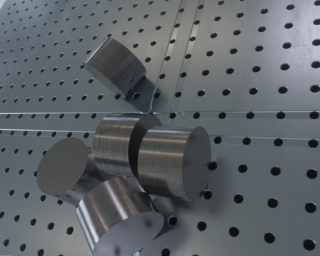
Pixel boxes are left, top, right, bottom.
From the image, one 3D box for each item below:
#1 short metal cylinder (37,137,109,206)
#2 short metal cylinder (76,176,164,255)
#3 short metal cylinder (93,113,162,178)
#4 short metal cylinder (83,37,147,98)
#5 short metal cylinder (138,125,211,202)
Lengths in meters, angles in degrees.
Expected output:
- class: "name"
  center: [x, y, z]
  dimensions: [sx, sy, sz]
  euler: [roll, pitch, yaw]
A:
- class: "short metal cylinder"
  center: [-0.116, 0.059, 0.417]
  dimensions: [0.080, 0.050, 0.080]
  euler: [-13, 56, 21]
- class: "short metal cylinder"
  center: [-0.043, 0.098, 0.335]
  dimensions: [0.080, 0.080, 0.050]
  euler: [-40, 51, 1]
- class: "short metal cylinder"
  center: [-0.035, 0.022, 0.378]
  dimensions: [0.050, 0.080, 0.080]
  euler: [4, 64, 30]
- class: "short metal cylinder"
  center: [-0.067, -0.089, 0.463]
  dimensions: [0.080, 0.080, 0.050]
  euler: [32, 80, 38]
- class: "short metal cylinder"
  center: [0.019, 0.037, 0.340]
  dimensions: [0.050, 0.080, 0.080]
  euler: [2, 63, 29]
